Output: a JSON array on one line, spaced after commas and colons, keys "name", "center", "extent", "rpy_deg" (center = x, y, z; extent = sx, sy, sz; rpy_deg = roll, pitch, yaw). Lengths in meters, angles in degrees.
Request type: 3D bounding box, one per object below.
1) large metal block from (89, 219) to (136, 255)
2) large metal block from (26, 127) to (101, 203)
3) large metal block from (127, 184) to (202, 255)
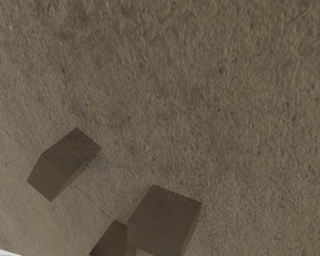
[{"name": "large metal block", "center": [-0.082, 0.228, 0.553], "extent": [0.050, 0.080, 0.079], "rpy_deg": [20, 126, 16]}, {"name": "large metal block", "center": [-0.149, 0.056, 0.483], "extent": [0.050, 0.080, 0.080], "rpy_deg": [42, 129, -1]}, {"name": "large metal block", "center": [0.007, 0.139, 0.452], "extent": [0.080, 0.080, 0.050], "rpy_deg": [17, 125, 18]}]
